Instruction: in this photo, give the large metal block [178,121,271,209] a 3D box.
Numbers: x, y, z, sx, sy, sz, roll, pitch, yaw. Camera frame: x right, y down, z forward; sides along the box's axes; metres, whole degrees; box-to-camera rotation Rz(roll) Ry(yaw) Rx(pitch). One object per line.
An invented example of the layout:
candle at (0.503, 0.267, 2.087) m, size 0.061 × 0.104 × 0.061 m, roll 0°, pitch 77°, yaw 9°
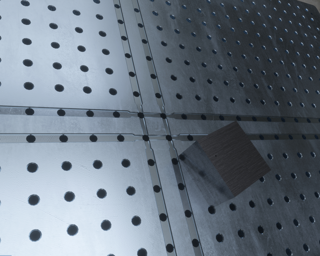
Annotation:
large metal block at (0.085, 0.047, 0.412) m, size 0.081 × 0.050 × 0.080 m, roll -23°, pitch 75°, yaw -37°
